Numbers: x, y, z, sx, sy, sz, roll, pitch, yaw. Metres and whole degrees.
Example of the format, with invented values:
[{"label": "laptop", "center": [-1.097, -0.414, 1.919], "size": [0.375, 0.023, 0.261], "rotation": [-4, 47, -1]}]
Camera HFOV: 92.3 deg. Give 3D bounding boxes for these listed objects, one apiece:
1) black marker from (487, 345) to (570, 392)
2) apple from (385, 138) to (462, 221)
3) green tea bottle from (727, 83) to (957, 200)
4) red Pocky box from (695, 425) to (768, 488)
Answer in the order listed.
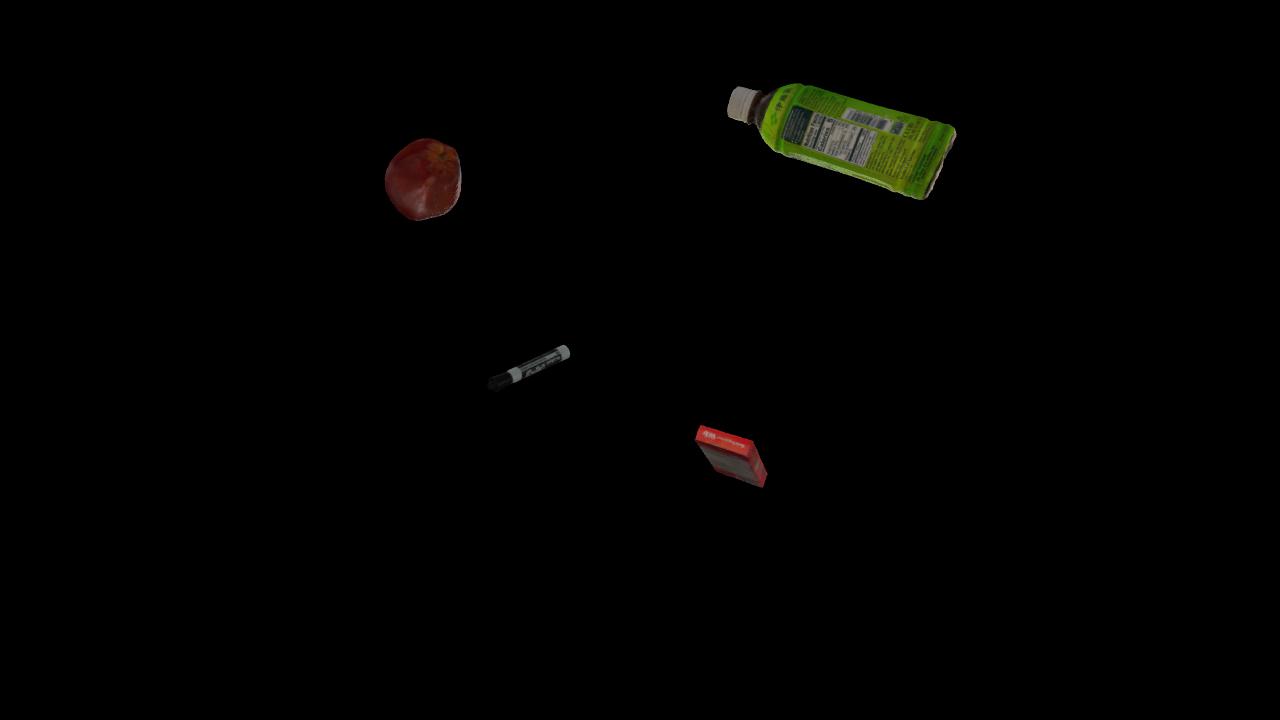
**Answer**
[{"label": "black marker", "center": [-0.135, 0.010, 0.752], "size": [0.020, 0.020, 0.121], "rotation": [0, 20, 43]}, {"label": "apple", "center": [-0.233, -0.196, 0.666], "size": [0.079, 0.079, 0.093], "rotation": [0, -21, -38]}, {"label": "green tea bottle", "center": [0.186, -0.221, 0.594], "size": [0.212, 0.073, 0.073], "rotation": [26, 7, 15]}, {"label": "red Pocky box", "center": [0.139, 0.145, 0.913], "size": [0.083, 0.028, 0.155], "rotation": [17, -20, 27]}]
